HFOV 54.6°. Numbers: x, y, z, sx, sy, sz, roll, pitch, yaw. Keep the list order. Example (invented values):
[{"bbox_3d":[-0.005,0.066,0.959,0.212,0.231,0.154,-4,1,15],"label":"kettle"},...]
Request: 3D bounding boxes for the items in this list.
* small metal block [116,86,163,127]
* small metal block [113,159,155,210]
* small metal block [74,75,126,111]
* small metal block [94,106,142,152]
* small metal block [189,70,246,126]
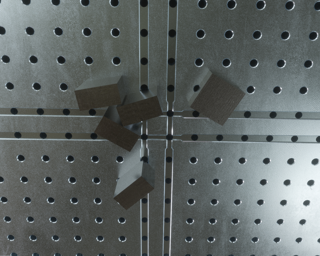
[{"bbox_3d":[-0.024,-0.028,0.389,0.050,0.050,0.025,-16,109,6],"label":"small metal block"},{"bbox_3d":[-0.034,0.077,0.428,0.050,0.050,0.025,-39,106,13],"label":"small metal block"},{"bbox_3d":[-0.072,-0.044,0.383,0.050,0.050,0.025,-9,110,3],"label":"small metal block"},{"bbox_3d":[-0.052,-0.001,0.399,0.050,0.050,0.025,30,107,-10],"label":"small metal block"},{"bbox_3d":[0.072,-0.039,0.400,0.050,0.025,0.050,29,107,-10],"label":"small metal block"}]
